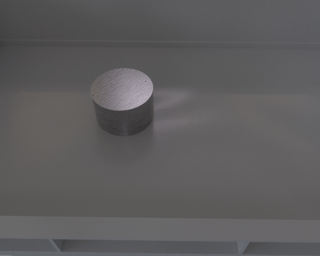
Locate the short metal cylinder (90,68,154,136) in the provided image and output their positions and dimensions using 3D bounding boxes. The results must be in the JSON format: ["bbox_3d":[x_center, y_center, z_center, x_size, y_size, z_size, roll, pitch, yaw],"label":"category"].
[{"bbox_3d":[-0.049,-0.036,0.419,0.080,0.050,0.080,0,50,0],"label":"short metal cylinder"}]
